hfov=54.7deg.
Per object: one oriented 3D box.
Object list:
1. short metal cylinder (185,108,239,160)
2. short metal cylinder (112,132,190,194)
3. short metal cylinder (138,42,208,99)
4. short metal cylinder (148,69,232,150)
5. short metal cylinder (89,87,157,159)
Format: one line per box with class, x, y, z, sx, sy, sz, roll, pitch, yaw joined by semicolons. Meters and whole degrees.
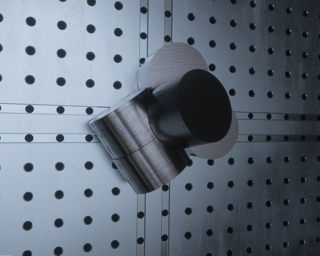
short metal cylinder;0.058;0.001;0.421;0.081;0.050;0.079;0;90;-21
short metal cylinder;-0.011;0.036;0.380;0.080;0.080;0.050;-35;102;-17
short metal cylinder;0.016;-0.066;0.405;0.081;0.050;0.079;0;90;-21
short metal cylinder;0.034;-0.019;0.344;0.081;0.050;0.080;11;72;-36
short metal cylinder;-0.037;-0.007;0.371;0.080;0.080;0.050;-36;102;-17
